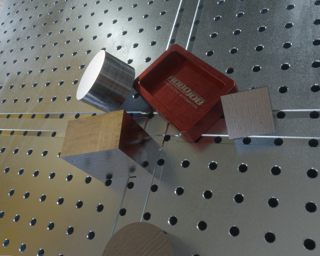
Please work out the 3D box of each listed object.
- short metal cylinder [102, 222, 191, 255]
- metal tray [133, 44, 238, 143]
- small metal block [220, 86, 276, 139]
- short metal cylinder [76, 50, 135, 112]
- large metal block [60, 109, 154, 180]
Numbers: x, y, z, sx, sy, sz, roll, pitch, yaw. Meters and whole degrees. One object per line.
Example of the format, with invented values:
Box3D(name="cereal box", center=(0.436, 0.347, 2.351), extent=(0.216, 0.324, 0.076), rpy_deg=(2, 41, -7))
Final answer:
Box3D(name="short metal cylinder", center=(-0.013, 0.141, 0.312), extent=(0.080, 0.050, 0.080), rpy_deg=(-13, 56, 21))
Box3D(name="metal tray", center=(0.031, -0.052, 0.420), extent=(0.090, 0.030, 0.130), rpy_deg=(-43, 51, -2))
Box3D(name="small metal block", center=(0.100, -0.018, 0.350), extent=(0.050, 0.025, 0.050), rpy_deg=(-10, 96, 22))
Box3D(name="short metal cylinder", center=(-0.080, -0.066, 0.455), extent=(0.080, 0.050, 0.080), rpy_deg=(-38, 37, 37))
Box3D(name="large metal block", center=(-0.063, 0.025, 0.391), extent=(0.080, 0.080, 0.050), rpy_deg=(-10, 58, 23))
